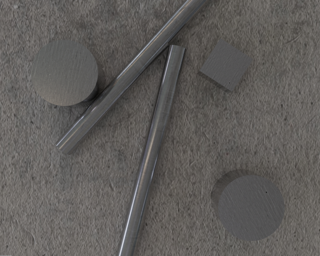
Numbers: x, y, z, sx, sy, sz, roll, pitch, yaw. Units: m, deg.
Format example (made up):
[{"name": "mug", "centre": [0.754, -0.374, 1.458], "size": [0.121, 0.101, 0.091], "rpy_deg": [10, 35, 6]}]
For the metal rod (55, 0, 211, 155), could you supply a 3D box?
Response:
[{"name": "metal rod", "centre": [-0.027, -0.084, 0.409], "size": [0.025, 0.025, 0.300], "rpy_deg": [42, 90, 0]}]

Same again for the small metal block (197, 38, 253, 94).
[{"name": "small metal block", "centre": [0.085, -0.081, 0.411], "size": [0.050, 0.025, 0.050], "rpy_deg": [33, 90, 0]}]

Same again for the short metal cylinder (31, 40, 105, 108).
[{"name": "short metal cylinder", "centre": [-0.115, -0.066, 0.396], "size": [0.081, 0.050, 0.080], "rpy_deg": [0, 90, 0]}]

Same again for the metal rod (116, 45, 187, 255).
[{"name": "metal rod", "centre": [-0.013, 0.039, 0.409], "size": [0.025, 0.025, 0.298], "rpy_deg": [14, 90, 0]}]

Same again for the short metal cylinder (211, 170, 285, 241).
[{"name": "short metal cylinder", "centre": [0.110, 0.096, 0.399], "size": [0.081, 0.050, 0.080], "rpy_deg": [0, 90, 0]}]
